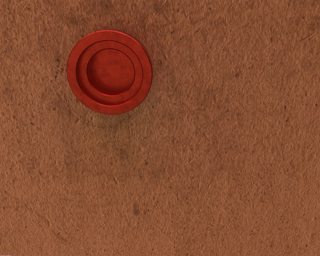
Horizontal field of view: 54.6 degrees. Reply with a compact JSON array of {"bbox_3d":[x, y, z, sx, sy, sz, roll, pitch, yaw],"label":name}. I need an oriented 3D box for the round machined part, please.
[{"bbox_3d":[-0.058,-0.069,0.375,0.099,0.042,0.097,0,110,0],"label":"round machined part"}]
